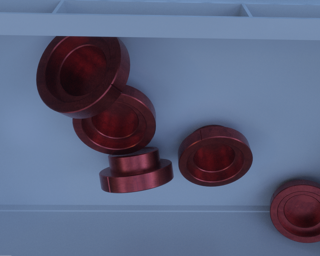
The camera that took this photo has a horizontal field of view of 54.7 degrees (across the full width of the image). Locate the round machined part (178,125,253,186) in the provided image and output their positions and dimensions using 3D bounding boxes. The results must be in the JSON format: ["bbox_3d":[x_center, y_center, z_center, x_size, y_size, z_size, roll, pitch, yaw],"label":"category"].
[{"bbox_3d":[0.074,0.034,0.428,0.099,0.042,0.097,-1,130,0],"label":"round machined part"}]

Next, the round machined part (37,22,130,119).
[{"bbox_3d":[-0.075,-0.056,0.322,0.098,0.098,0.042,-20,159,15],"label":"round machined part"}]

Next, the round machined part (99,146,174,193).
[{"bbox_3d":[-0.033,0.052,0.418,0.099,0.098,0.042,-8,95,6],"label":"round machined part"}]

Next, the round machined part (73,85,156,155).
[{"bbox_3d":[-0.054,-0.015,0.384,0.099,0.042,0.097,-1,130,0],"label":"round machined part"}]

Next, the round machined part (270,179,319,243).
[{"bbox_3d":[0.226,0.127,0.491,0.098,0.042,0.097,4,104,17],"label":"round machined part"}]
